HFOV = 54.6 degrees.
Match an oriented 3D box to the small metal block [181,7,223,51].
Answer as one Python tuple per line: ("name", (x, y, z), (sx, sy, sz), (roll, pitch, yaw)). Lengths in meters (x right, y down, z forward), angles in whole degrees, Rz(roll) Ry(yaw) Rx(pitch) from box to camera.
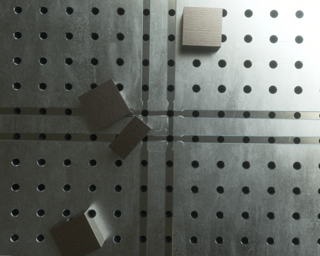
("small metal block", (0.055, -0.131, 0.414), (0.050, 0.025, 0.050), (2, 90, 0))

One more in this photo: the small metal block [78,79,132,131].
("small metal block", (-0.072, -0.030, 0.413), (0.050, 0.025, 0.050), (-29, 90, 0))

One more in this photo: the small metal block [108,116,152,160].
("small metal block", (-0.037, 0.012, 0.401), (0.025, 0.050, 0.050), (41, 90, 0))

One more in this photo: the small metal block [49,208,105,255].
("small metal block", (-0.110, 0.143, 0.413), (0.050, 0.025, 0.050), (-26, 90, 0))
